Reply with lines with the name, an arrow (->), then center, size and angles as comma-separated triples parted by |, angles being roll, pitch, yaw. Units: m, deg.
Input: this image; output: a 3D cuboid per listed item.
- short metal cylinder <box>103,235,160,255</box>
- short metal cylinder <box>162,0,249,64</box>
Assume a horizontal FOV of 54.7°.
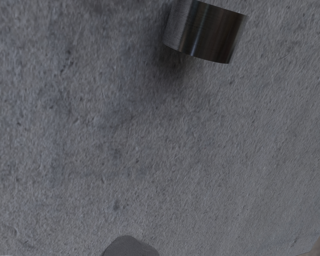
short metal cylinder -> -0.045, 0.215, 0.481 | 0.080, 0.080, 0.050 | -44, 130, 2
short metal cylinder -> 0.048, -0.107, 0.333 | 0.081, 0.080, 0.050 | 3, 117, -30
